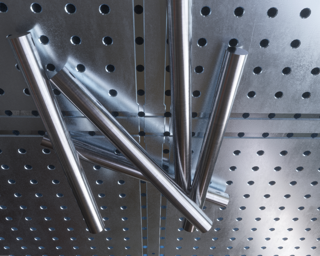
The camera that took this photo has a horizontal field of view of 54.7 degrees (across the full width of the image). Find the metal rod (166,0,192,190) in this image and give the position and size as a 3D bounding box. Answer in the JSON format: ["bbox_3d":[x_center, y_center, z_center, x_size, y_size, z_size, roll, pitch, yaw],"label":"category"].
[{"bbox_3d":[0.026,-0.033,0.375,0.025,0.025,0.298,-3,128,2],"label":"metal rod"}]

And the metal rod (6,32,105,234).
[{"bbox_3d":[-0.124,0.028,0.402,0.025,0.025,0.298,-8,121,6],"label":"metal rod"}]

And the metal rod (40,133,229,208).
[{"bbox_3d":[-0.025,0.067,0.467,0.302,0.025,0.025,22,127,-18],"label":"metal rod"}]

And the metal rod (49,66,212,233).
[{"bbox_3d":[-0.025,0.041,0.410,0.025,0.025,0.300,-32,113,24],"label":"metal rod"}]

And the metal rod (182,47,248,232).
[{"bbox_3d":[0.067,0.037,0.423,0.025,0.025,0.298,5,124,-5],"label":"metal rod"}]
